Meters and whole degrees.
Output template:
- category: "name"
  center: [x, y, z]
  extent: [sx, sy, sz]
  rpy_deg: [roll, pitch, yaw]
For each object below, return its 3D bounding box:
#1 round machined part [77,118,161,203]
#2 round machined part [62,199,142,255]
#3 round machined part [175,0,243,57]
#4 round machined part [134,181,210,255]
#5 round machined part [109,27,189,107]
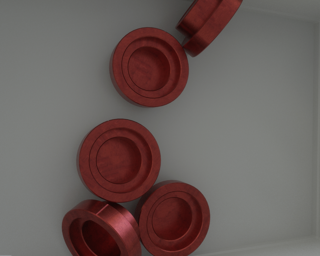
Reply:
- category: "round machined part"
  center: [-0.052, 0.039, 0.379]
  extent: [0.099, 0.042, 0.097]
  rpy_deg: [3, 82, -23]
- category: "round machined part"
  center: [-0.062, 0.125, 0.360]
  extent: [0.042, 0.098, 0.098]
  rpy_deg: [-37, 105, -53]
- category: "round machined part"
  center: [0.056, -0.142, 0.394]
  extent: [0.042, 0.098, 0.098]
  rpy_deg: [37, 78, -12]
- category: "round machined part"
  center: [0.013, 0.117, 0.408]
  extent: [0.099, 0.042, 0.097]
  rpy_deg: [0, 90, -21]
- category: "round machined part"
  center: [-0.016, -0.074, 0.396]
  extent: [0.099, 0.042, 0.097]
  rpy_deg: [0, 90, -20]
